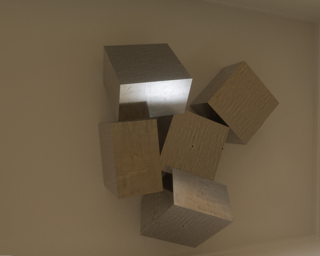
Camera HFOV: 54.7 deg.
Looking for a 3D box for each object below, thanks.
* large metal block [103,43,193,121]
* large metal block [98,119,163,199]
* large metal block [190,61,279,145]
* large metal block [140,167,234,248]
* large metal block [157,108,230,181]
[{"bbox_3d":[-0.019,-0.057,0.367,0.081,0.080,0.050,-8,135,-19],"label":"large metal block"},{"bbox_3d":[-0.038,0.032,0.367,0.050,0.080,0.079,-6,92,-20],"label":"large metal block"},{"bbox_3d":[0.105,-0.034,0.436,0.080,0.050,0.080,46,76,-15],"label":"large metal block"},{"bbox_3d":[0.030,0.102,0.386,0.080,0.080,0.050,21,41,-21],"label":"large metal block"},{"bbox_3d":[0.035,0.024,0.411,0.080,0.050,0.080,20,83,-19],"label":"large metal block"}]
